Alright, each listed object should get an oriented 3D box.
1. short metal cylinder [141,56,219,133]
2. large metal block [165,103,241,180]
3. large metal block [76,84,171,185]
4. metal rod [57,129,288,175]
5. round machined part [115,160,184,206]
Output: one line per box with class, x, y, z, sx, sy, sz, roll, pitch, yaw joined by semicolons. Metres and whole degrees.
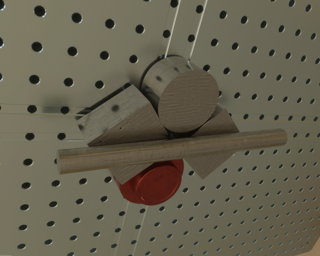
short metal cylinder;0.024;-0.041;0.378;0.081;0.050;0.079;-14;124;-21
large metal block;0.060;0.012;0.427;0.080;0.050;0.080;-40;130;0
large metal block;-0.039;0.008;0.374;0.080;0.050;0.080;-35;131;-6
metal rod;0.035;0.023;0.373;0.303;0.025;0.025;-4;121;-26
round machined part;-0.009;0.069;0.433;0.099;0.042;0.097;-14;124;-21
